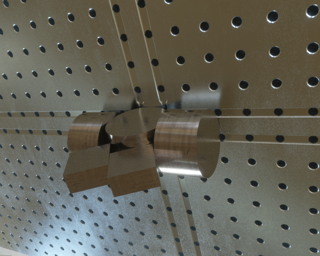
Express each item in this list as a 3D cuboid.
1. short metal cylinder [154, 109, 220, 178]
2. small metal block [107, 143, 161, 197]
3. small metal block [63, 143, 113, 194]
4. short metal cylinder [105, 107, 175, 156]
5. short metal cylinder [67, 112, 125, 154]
[{"bbox_3d":[0.035,0.017,0.367,0.050,0.080,0.080,1,119,29],"label":"short metal cylinder"},{"bbox_3d":[-0.028,0.045,0.338,0.050,0.050,0.025,-13,115,0],"label":"small metal block"},{"bbox_3d":[-0.080,0.046,0.360,0.050,0.050,0.025,-14,115,-1],"label":"small metal block"},{"bbox_3d":[-0.024,0.012,0.396,0.080,0.080,0.050,1,119,27],"label":"short metal cylinder"},{"bbox_3d":[-0.080,0.018,0.428,0.050,0.080,0.080,1,119,28],"label":"short metal cylinder"}]
